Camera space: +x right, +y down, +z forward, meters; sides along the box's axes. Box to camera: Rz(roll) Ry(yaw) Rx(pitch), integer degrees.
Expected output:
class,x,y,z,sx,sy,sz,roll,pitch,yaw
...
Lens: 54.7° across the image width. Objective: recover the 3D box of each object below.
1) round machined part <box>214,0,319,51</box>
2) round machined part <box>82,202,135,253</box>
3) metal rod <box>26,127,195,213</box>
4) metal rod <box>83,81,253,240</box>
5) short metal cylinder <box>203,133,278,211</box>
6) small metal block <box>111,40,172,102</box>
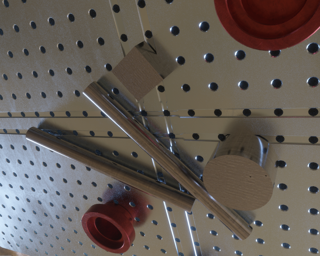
class,x,y,z,sx,sy,sz,roll,pitch,yaw
round machined part,0.101,-0.121,0.272,0.098,0.042,0.097,13,124,21
round machined part,-0.087,0.173,0.553,0.098,0.042,0.097,13,124,21
metal rod,-0.086,0.061,0.494,0.301,0.025,0.025,21,126,15
metal rod,0.012,0.046,0.433,0.300,0.025,0.025,43,129,-2
short metal cylinder,0.098,0.052,0.376,0.080,0.050,0.079,13,124,21
small metal block,-0.023,-0.069,0.381,0.050,0.025,0.050,48,129,-6
